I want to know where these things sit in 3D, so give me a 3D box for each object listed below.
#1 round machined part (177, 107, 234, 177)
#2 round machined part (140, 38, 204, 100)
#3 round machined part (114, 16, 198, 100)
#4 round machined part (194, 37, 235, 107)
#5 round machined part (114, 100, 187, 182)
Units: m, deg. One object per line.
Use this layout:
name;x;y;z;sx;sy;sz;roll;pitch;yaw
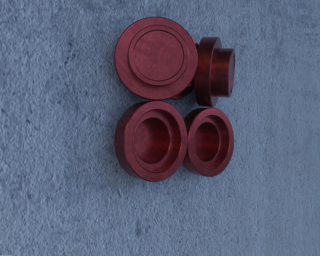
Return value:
round machined part;0.060;0.020;0.448;0.099;0.042;0.097;0;90;-40
round machined part;0.020;-0.087;0.413;0.099;0.042;0.097;0;90;-40
round machined part;-0.004;-0.081;0.363;0.099;0.042;0.097;0;93;-7
round machined part;0.081;-0.078;0.437;0.098;0.042;0.097;5;91;-71
round machined part;-0.015;0.015;0.384;0.099;0.042;0.097;0;90;-40
